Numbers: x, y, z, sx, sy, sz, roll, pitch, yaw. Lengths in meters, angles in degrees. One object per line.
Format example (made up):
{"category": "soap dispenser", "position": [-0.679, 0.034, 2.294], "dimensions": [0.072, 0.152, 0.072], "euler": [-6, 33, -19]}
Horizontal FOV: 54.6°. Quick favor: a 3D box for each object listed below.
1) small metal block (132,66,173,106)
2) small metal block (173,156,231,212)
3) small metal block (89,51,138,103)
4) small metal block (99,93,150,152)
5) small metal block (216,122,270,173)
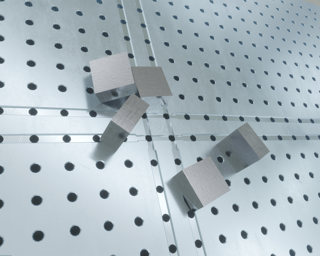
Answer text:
{"category": "small metal block", "position": [-0.017, -0.058, 0.434], "dimensions": [0.050, 0.025, 0.050], "euler": [-6, 65, -31]}
{"category": "small metal block", "position": [0.053, 0.070, 0.393], "dimensions": [0.050, 0.025, 0.050], "euler": [-20, 72, -35]}
{"category": "small metal block", "position": [-0.060, -0.066, 0.401], "dimensions": [0.050, 0.025, 0.050], "euler": [-15, 66, 0]}
{"category": "small metal block", "position": [-0.043, -0.006, 0.372], "dimensions": [0.025, 0.050, 0.050], "euler": [36, 51, -5]}
{"category": "small metal block", "position": [0.116, 0.028, 0.437], "dimensions": [0.025, 0.050, 0.050], "euler": [-28, 77, -37]}
